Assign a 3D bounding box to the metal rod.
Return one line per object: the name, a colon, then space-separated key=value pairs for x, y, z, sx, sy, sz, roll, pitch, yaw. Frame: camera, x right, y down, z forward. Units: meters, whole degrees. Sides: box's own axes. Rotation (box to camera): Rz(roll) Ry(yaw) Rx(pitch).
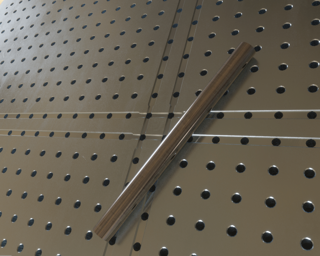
metal rod: x=0.023 y=0.010 z=0.388 sx=0.025 sy=0.025 sz=0.300 roll=32 pitch=79 yaw=37
